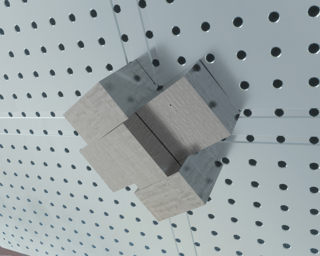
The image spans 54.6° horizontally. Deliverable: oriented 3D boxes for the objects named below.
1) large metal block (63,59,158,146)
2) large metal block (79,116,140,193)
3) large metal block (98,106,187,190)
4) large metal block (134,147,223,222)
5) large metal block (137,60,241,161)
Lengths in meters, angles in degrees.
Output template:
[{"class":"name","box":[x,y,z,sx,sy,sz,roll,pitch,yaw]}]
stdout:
[{"class":"large metal block","box":[-0.059,-0.032,0.387,0.080,0.080,0.050,-32,100,38]},{"class":"large metal block","box":[-0.055,0.037,0.449,0.080,0.050,0.080,-30,102,38]},{"class":"large metal block","box":[-0.016,0.017,0.395,0.050,0.080,0.080,-32,100,38]},{"class":"large metal block","box":[0.026,0.066,0.403,0.080,0.080,0.050,-32,100,37]},{"class":"large metal block","box":[0.033,-0.018,0.366,0.080,0.050,0.080,-32,103,38]}]
